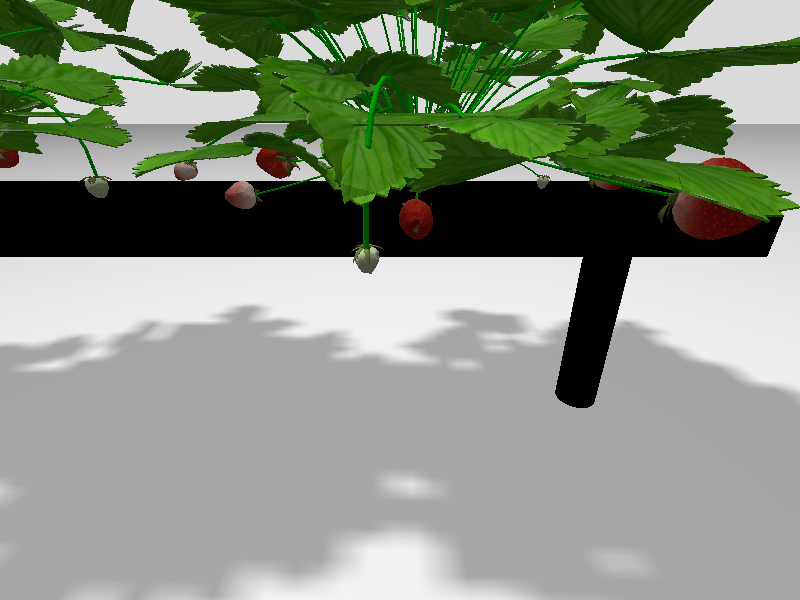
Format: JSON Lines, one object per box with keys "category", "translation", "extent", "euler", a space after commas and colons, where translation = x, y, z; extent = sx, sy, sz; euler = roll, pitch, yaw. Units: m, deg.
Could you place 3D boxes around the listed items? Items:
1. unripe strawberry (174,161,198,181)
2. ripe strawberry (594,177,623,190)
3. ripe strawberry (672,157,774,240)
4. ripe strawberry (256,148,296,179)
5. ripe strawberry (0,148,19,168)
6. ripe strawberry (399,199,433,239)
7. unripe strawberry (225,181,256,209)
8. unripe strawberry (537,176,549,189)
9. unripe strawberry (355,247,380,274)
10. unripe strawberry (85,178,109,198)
{"category": "unripe strawberry", "translation": [-0.213, -0.128, 0.396], "extent": [0.023, 0.020, 0.023], "euler": [-33, 12, 27]}
{"category": "ripe strawberry", "translation": [0.184, -0.109, 0.344], "extent": [0.032, 0.027, 0.032], "euler": [0, 25, -3]}
{"category": "ripe strawberry", "translation": [0.177, -0.054, 0.218], "extent": [0.044, 0.043, 0.041], "euler": [20, 32, 34]}
{"category": "ripe strawberry", "translation": [-0.127, -0.143, 0.407], "extent": [0.037, 0.036, 0.040], "euler": [13, 28, 26]}
{"category": "ripe strawberry", "translation": [-0.503, -0.187, 0.502], "extent": [0.039, 0.041, 0.042], "euler": [-9, 26, -18]}
{"category": "ripe strawberry", "translation": [0.008, -0.042, 0.212], "extent": [0.018, 0.021, 0.020], "euler": [1, 39, 2]}
{"category": "unripe strawberry", "translation": [-0.113, -0.074, 0.284], "extent": [0.020, 0.020, 0.019], "euler": [-12, 28, -23]}
{"category": "unripe strawberry", "translation": [0.131, -0.108, 0.368], "extent": [0.011, 0.011, 0.010], "euler": [-6, 26, -13]}
{"category": "unripe strawberry", "translation": [-0.012, -0.014, 0.142], "extent": [0.009, 0.010, 0.010], "euler": [3, 25, 6]}
{"category": "unripe strawberry", "translation": [-0.226, -0.084, 0.299], "extent": [0.016, 0.015, 0.014], "euler": [5, 26, 11]}
